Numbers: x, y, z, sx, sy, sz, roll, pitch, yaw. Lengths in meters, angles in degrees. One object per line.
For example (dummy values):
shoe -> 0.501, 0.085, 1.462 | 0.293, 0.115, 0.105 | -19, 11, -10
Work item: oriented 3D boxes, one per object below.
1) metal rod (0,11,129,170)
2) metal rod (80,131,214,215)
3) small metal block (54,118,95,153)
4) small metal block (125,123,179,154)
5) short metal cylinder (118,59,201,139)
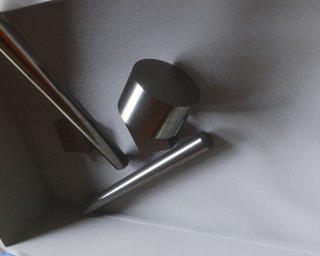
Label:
metal rod -> -0.111, -0.031, 0.361 | 0.025, 0.025, 0.299 | 3, 147, 27
metal rod -> -0.039, 0.082, 0.477 | 0.299, 0.025, 0.025 | -34, 99, 38
small metal block -> -0.130, 0.010, 0.481 | 0.050, 0.025, 0.050 | 1, 119, 27
small metal block -> -0.011, 0.005, 0.416 | 0.050, 0.025, 0.050 | -13, 112, 33
short metal cylinder -> -0.002, -0.034, 0.352 | 0.080, 0.080, 0.050 | 34, 129, 5
